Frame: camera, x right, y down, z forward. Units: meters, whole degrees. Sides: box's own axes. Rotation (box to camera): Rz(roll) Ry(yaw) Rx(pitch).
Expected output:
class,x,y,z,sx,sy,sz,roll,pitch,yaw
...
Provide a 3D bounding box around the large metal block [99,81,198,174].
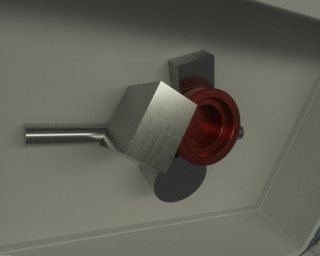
class,x,y,z,sx,sy,sz,roll,pitch,yaw
large metal block,-0.016,-0.002,0.344,0.050,0.080,0.080,30,79,-27

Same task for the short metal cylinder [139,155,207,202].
class,x,y,z,sx,sy,sz,roll,pitch,yaw
short metal cylinder,0.018,0.057,0.436,0.081,0.050,0.079,-14,125,-21

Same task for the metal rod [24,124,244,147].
class,x,y,z,sx,sy,sz,roll,pitch,yaw
metal rod,-0.012,0.007,0.404,0.303,0.025,0.025,0,119,-29

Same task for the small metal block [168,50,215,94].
class,x,y,z,sx,sy,sz,roll,pitch,yaw
small metal block,0.041,-0.065,0.391,0.050,0.025,0.050,-19,126,-17

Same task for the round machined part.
class,x,y,z,sx,sy,sz,roll,pitch,yaw
round machined part,0.052,-0.004,0.399,0.099,0.042,0.097,-7,104,-27
